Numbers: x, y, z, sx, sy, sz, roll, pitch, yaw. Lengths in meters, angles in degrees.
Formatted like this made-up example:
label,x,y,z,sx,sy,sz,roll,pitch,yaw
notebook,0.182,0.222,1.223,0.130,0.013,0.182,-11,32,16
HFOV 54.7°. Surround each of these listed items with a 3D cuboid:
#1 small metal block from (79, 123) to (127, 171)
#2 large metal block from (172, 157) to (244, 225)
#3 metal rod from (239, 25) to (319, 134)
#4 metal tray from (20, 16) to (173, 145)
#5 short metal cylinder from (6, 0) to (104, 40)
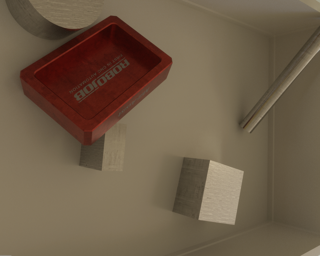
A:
label,x,y,z,sx,sy,sz,roll,pitch,yaw
small metal block,-0.063,0.019,0.339,0.025,0.050,0.050,8,85,-40
large metal block,0.072,0.092,0.454,0.080,0.050,0.080,21,77,-38
metal rod,0.235,-0.115,0.506,0.025,0.025,0.299,27,105,-37
metal tray,-0.061,-0.055,0.321,0.090,0.030,0.131,39,59,9
short metal cylinder,-0.103,-0.132,0.305,0.081,0.050,0.079,0,90,-40
